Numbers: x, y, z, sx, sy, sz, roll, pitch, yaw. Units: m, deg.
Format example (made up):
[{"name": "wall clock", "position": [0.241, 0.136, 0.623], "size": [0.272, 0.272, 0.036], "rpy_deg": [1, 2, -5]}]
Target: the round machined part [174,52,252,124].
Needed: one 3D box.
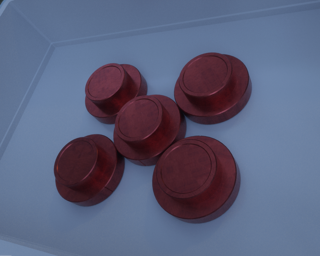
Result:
[{"name": "round machined part", "position": [0.063, -0.057, 0.394], "size": [0.098, 0.042, 0.098], "rpy_deg": [-13, 56, 20]}]

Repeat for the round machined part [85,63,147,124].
[{"name": "round machined part", "position": [-0.072, -0.058, 0.465], "size": [0.098, 0.042, 0.098], "rpy_deg": [-13, 56, 20]}]

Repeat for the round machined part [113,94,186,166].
[{"name": "round machined part", "position": [-0.019, -0.003, 0.403], "size": [0.098, 0.042, 0.098], "rpy_deg": [-13, 56, 20]}]

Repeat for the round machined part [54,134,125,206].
[{"name": "round machined part", "position": [-0.100, 0.051, 0.413], "size": [0.098, 0.042, 0.098], "rpy_deg": [-13, 56, 20]}]

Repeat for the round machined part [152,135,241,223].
[{"name": "round machined part", "position": [0.035, 0.051, 0.342], "size": [0.098, 0.042, 0.098], "rpy_deg": [-13, 56, 20]}]
